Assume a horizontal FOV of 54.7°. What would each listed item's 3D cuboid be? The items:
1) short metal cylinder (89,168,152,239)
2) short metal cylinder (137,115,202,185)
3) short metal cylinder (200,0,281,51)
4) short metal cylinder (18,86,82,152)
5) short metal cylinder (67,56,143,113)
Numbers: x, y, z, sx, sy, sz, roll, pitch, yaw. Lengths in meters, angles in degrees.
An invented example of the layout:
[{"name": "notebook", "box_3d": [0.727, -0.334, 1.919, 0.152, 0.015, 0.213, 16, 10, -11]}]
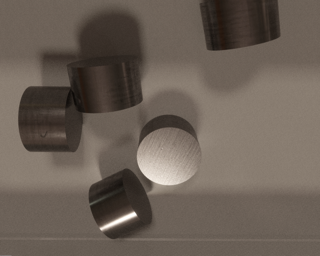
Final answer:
[{"name": "short metal cylinder", "box_3d": [-0.052, 0.102, 0.419, 0.050, 0.080, 0.080, -27, 108, 9]}, {"name": "short metal cylinder", "box_3d": [0.011, 0.028, 0.408, 0.081, 0.050, 0.079, 0, 110, -1]}, {"name": "short metal cylinder", "box_3d": [0.087, -0.119, 0.339, 0.080, 0.080, 0.050, -12, 110, 4]}, {"name": "short metal cylinder", "box_3d": [-0.129, -0.011, 0.376, 0.050, 0.080, 0.079, 1, 110, -1]}, {"name": "short metal cylinder", "box_3d": [-0.063, -0.053, 0.362, 0.080, 0.080, 0.050, -5, 110, 1]}]
